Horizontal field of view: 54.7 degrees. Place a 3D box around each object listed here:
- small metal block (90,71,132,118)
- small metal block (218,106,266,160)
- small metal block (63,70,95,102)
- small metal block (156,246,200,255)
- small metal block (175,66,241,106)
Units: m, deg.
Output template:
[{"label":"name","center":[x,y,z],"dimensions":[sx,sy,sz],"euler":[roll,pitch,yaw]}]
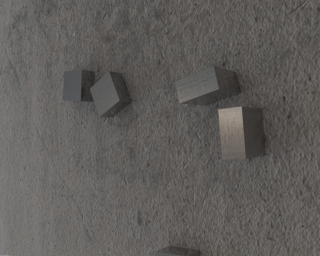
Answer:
[{"label":"small metal block","center":[-0.075,-0.050,0.467],"dimensions":[0.050,0.025,0.050],"euler":[-33,70,35]},{"label":"small metal block","center":[0.085,0.005,0.318],"dimensions":[0.025,0.050,0.050],"euler":[-6,86,40]},{"label":"small metal block","center":[-0.136,-0.069,0.517],"dimensions":[0.050,0.025,0.050],"euler":[5,93,40]},{"label":"small metal block","center":[0.025,0.178,0.385],"dimensions":[0.050,0.025,0.050],"euler":[-11,83,39]},{"label":"small metal block","center":[0.054,-0.045,0.344],"dimensions":[0.050,0.050,0.025],"euler":[-18,79,38]}]
